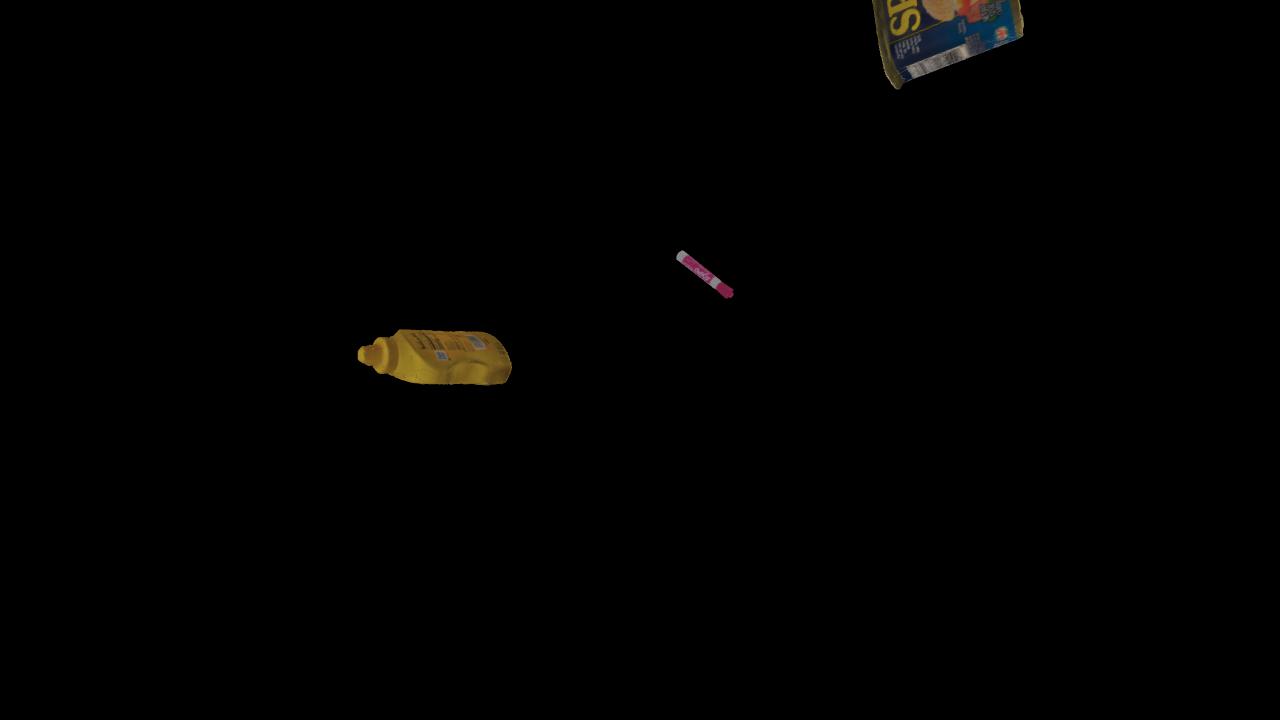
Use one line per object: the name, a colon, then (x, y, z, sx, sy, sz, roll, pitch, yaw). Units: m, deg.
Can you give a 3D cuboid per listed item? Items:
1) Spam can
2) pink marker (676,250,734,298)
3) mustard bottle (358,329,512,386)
Spam can: (0.212, -0.258, 0.429, 0.085, 0.101, 0.058, -9, -3, 35)
pink marker: (0.106, -0.138, 0.999, 0.121, 0.020, 0.020, 43, 23, 27)
mustard bottle: (-0.254, -0.005, 0.756, 0.184, 0.054, 0.092, 1, 39, -51)
